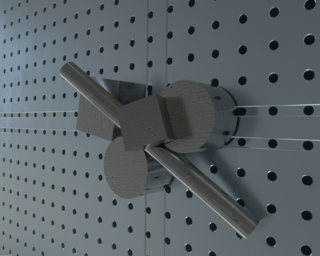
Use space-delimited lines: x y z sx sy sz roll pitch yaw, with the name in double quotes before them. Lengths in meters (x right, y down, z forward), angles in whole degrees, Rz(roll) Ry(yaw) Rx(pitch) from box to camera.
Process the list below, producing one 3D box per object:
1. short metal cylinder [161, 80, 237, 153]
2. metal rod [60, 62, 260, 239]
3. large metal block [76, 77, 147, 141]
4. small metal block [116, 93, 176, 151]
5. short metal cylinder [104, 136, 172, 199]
"short metal cylinder" 0.040 -0.012 0.355 0.080 0.050 0.079 0 90 40
"metal rod" -0.013 0.015 0.369 0.300 0.025 0.025 40 115 17
"large metal block" -0.071 -0.029 0.445 0.080 0.050 0.079 14 99 39
"small metal block" -0.016 -0.005 0.343 0.050 0.025 0.050 -18 78 20
"short metal cylinder" -0.029 0.050 0.412 0.080 0.050 0.079 0 90 40
